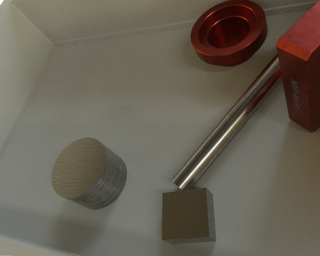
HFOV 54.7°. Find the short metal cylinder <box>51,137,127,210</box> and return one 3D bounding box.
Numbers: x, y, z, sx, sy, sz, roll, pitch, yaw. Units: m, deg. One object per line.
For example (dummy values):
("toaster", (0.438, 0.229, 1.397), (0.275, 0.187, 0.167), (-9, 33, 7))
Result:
("short metal cylinder", (-0.090, 0.059, 0.399), (0.080, 0.050, 0.080), (-13, 56, 20))

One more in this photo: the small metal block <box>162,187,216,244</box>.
("small metal block", (0.030, 0.095, 0.331), (0.050, 0.025, 0.050), (-12, 57, 21))

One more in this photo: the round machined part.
("round machined part", (0.095, -0.123, 0.420), (0.098, 0.042, 0.098), (-13, 56, 20))

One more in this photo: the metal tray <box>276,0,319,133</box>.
("metal tray", (0.160, -0.062, 0.292), (0.090, 0.130, 0.030), (-44, 51, -2))

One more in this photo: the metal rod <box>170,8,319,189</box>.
("metal rod", (0.119, -0.045, 0.370), (0.300, 0.025, 0.025), (-49, 52, -7))
